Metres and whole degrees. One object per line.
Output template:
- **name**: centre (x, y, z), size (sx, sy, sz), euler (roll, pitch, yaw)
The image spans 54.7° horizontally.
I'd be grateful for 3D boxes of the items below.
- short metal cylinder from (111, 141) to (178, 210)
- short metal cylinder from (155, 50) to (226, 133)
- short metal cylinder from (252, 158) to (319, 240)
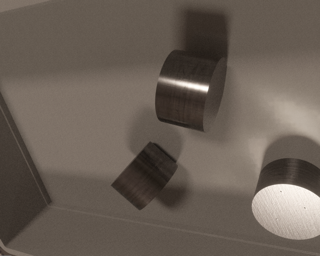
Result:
- **short metal cylinder**: centre (-0.021, 0.064, 0.423), size (0.050, 0.080, 0.080), euler (42, 129, -1)
- **short metal cylinder**: centre (0.035, -0.039, 0.330), size (0.050, 0.080, 0.079), euler (15, 124, 20)
- **short metal cylinder**: centre (0.153, 0.082, 0.362), size (0.080, 0.050, 0.079), euler (13, 124, 20)
